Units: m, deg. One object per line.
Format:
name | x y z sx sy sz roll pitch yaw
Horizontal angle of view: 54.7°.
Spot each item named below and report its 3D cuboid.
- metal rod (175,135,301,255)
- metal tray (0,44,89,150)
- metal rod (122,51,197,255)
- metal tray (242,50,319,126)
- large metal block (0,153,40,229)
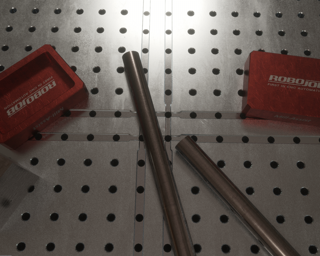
metal rod | 0.126 0.126 0.367 0.025 0.025 0.300 -39 75 -13
metal tray | -0.177 -0.045 0.423 0.130 0.030 0.090 -39 75 -13
metal rod | -0.004 0.031 0.400 0.025 0.025 0.299 -14 71 -5
metal tray | 0.185 -0.055 0.431 0.131 0.030 0.090 8 70 2
large metal block | -0.197 0.070 0.355 0.050 0.080 0.080 30 73 10
